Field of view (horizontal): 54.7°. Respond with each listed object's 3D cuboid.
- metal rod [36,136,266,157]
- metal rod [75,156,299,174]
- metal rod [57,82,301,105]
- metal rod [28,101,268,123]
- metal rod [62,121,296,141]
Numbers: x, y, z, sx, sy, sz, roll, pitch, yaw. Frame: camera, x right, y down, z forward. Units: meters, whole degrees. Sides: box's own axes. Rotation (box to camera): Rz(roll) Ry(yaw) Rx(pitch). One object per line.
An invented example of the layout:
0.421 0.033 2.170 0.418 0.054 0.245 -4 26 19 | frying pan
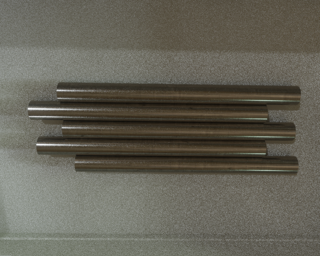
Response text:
-0.010 0.025 0.419 0.302 0.025 0.025 1 110 -1 | metal rod
0.037 0.050 0.429 0.302 0.025 0.025 1 110 -1 | metal rod
0.024 -0.043 0.394 0.302 0.025 0.025 1 110 -1 | metal rod
-0.014 -0.021 0.402 0.302 0.025 0.025 1 110 -1 | metal rod
0.025 0.003 0.411 0.302 0.025 0.025 1 110 -1 | metal rod
